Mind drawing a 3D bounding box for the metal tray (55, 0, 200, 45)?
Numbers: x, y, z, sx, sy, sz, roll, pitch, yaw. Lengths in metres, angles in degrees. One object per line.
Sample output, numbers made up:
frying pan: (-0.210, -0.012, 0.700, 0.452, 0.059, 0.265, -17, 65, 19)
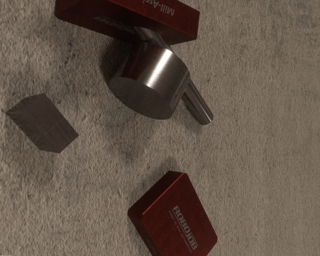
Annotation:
metal tray: (-0.033, -0.122, 0.335, 0.131, 0.090, 0.030, 8, 88, -40)

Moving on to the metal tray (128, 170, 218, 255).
metal tray: (0.022, 0.135, 0.423, 0.091, 0.030, 0.129, -40, 115, -33)

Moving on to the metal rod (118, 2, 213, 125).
metal rod: (-0.002, -0.095, 0.361, 0.300, 0.025, 0.025, 49, 60, -44)

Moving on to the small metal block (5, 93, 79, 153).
small metal block: (-0.113, -0.004, 0.295, 0.025, 0.050, 0.050, -49, 119, -29)

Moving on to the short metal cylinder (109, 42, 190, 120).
short metal cylinder: (-0.012, -0.053, 0.361, 0.080, 0.080, 0.050, 41, 65, -33)
